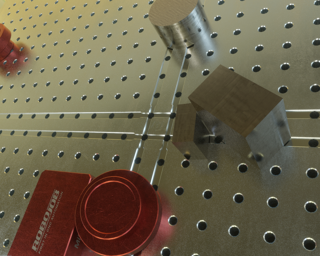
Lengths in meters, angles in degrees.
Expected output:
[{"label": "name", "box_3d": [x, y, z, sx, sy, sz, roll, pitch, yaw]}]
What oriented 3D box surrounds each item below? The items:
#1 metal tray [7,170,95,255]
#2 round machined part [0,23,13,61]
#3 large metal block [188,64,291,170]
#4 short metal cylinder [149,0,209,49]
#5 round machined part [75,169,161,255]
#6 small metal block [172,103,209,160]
[{"label": "metal tray", "box_3d": [-0.135, 0.122, 0.401, 0.090, 0.030, 0.130, 0, 62, 28]}, {"label": "round machined part", "box_3d": [-0.381, -0.190, 0.715, 0.098, 0.042, 0.098, -13, 56, 21]}, {"label": "large metal block", "box_3d": [0.087, -0.011, 0.334, 0.050, 0.080, 0.080, -46, 51, -3]}, {"label": "short metal cylinder", "box_3d": [0.029, -0.171, 0.482, 0.080, 0.050, 0.080, -13, 56, 21]}, {"label": "round machined part", "box_3d": [-0.050, 0.093, 0.351, 0.098, 0.042, 0.098, -4, 63, 9]}, {"label": "small metal block", "box_3d": [0.039, 0.005, 0.369, 0.025, 0.050, 0.050, -5, 60, 26]}]
